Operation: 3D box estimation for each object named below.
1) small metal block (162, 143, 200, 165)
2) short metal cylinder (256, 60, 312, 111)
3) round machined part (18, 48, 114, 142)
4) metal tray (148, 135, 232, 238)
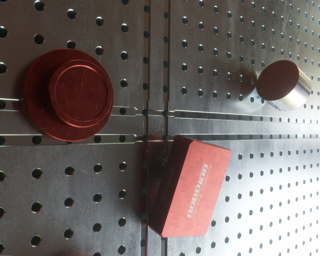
[{"bbox_3d":[0.038,0.050,0.444,0.050,0.025,0.050,-41,116,-32],"label":"small metal block"},{"bbox_3d":[0.226,-0.077,0.566,0.050,0.080,0.080,26,74,-38],"label":"short metal cylinder"},{"bbox_3d":[-0.090,-0.035,0.324,0.099,0.042,0.097,0,90,-40],"label":"round machined part"},{"bbox_3d":[0.043,0.082,0.426,0.091,0.030,0.129,16,92,-40],"label":"metal tray"}]
